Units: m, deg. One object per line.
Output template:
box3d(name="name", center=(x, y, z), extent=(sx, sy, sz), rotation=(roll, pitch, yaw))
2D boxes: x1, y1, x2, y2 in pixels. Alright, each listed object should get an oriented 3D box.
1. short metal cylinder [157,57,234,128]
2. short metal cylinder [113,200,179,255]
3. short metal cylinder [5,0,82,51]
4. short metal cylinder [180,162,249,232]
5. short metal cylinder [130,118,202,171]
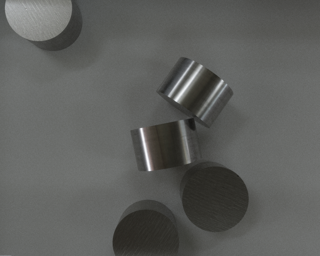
box3d(name="short metal cylinder", center=(0.043, -0.043, 0.384), extent=(0.080, 0.080, 0.050), rotation=(35, 90, 0))
box3d(name="short metal cylinder", center=(-0.017, 0.138, 0.399), extent=(0.081, 0.050, 0.080), rotation=(0, 90, 0))
box3d(name="short metal cylinder", center=(-0.146, -0.145, 0.397), extent=(0.081, 0.050, 0.080), rotation=(0, 90, 0))
box3d(name="short metal cylinder", center=(0.067, 0.086, 0.399), extent=(0.081, 0.050, 0.080), rotation=(0, 90, 0))
box3d(name="short metal cylinder", center=(0.008, 0.020, 0.384), extent=(0.080, 0.080, 0.050), rotation=(-11, 90, 0))
